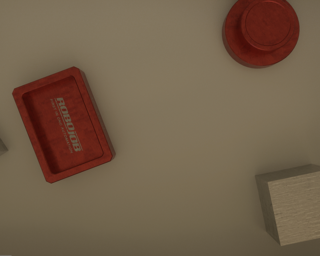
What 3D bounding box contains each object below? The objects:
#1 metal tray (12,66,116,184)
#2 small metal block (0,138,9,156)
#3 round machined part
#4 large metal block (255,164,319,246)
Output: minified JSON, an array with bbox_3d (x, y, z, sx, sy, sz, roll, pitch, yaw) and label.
[{"bbox_3d":[-0.124,-0.004,0.407,0.090,0.030,0.129,-21,90,-1],"label":"metal tray"},{"bbox_3d":[-0.241,0.023,0.408,0.050,0.025,0.050,-32,90,-1],"label":"small metal block"},{"bbox_3d":[0.134,-0.130,0.405,0.099,0.042,0.097,0,90,-1],"label":"round machined part"},{"bbox_3d":[0.178,0.096,0.401,0.080,0.050,0.080,-12,90,-1],"label":"large metal block"}]
